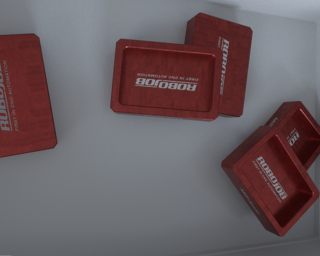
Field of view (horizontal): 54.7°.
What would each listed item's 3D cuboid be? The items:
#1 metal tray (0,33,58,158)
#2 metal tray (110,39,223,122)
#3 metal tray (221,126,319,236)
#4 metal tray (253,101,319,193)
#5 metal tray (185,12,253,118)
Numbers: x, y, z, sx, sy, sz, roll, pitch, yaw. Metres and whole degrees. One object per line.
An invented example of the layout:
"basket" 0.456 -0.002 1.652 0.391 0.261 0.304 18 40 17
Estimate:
"metal tray" -0.172 -0.034 0.344 0.091 0.030 0.129 -10 94 -20
"metal tray" 0.009 -0.058 0.388 0.131 0.030 0.089 5 87 -2
"metal tray" 0.156 0.072 0.432 0.090 0.030 0.130 -40 103 -16
"metal tray" 0.192 0.033 0.478 0.130 0.030 0.090 -46 105 -14
"metal tray" 0.078 -0.085 0.436 0.091 0.030 0.129 9 87 -20
